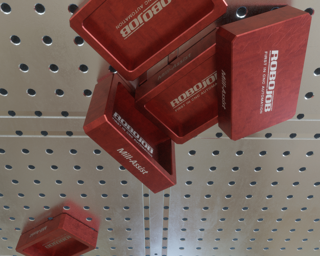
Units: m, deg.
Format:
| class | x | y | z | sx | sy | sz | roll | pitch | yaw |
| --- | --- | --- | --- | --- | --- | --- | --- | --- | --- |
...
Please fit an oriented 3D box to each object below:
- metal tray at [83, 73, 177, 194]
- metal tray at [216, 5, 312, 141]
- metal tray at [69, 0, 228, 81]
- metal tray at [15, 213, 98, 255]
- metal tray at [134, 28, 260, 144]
| class | x | y | z | sx | sy | sz | roll | pitch | yaw |
| --- | --- | --- | --- | --- | --- | --- | --- | --- | --- |
| metal tray | -0.029 | 0.008 | 0.374 | 0.030 | 0.090 | 0.130 | -28 | 125 | 22 |
| metal tray | 0.109 | -0.055 | 0.340 | 0.091 | 0.030 | 0.129 | -20 | 130 | -12 |
| metal tray | -0.012 | -0.116 | 0.308 | 0.130 | 0.030 | 0.090 | -32 | 123 | 24 |
| metal tray | -0.195 | 0.217 | 0.590 | 0.130 | 0.030 | 0.090 | -30 | 124 | 23 |
| metal tray | 0.045 | -0.043 | 0.371 | 0.130 | 0.030 | 0.090 | -33 | 123 | 25 |
